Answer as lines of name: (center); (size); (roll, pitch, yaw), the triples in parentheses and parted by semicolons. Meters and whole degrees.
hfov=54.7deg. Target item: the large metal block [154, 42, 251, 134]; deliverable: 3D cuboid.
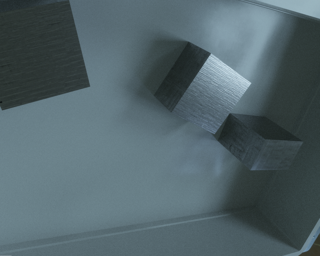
large metal block: (0.054, -0.049, 0.393); (0.080, 0.050, 0.080); (24, 105, -37)

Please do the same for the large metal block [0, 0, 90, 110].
large metal block: (-0.118, -0.072, 0.284); (0.081, 0.050, 0.079); (-19, 126, -18)

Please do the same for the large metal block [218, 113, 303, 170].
large metal block: (0.150, 0.020, 0.470); (0.081, 0.080, 0.050); (4, 117, -31)
